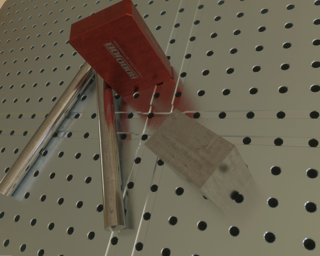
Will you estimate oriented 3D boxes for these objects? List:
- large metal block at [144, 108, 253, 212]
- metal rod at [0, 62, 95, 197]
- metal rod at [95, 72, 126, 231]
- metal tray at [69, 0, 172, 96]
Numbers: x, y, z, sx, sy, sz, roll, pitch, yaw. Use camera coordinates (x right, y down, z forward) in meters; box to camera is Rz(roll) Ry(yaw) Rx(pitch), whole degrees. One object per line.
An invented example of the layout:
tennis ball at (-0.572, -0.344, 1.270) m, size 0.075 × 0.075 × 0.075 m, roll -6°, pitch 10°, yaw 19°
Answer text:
large metal block at (0.042, 0.035, 0.329) m, size 0.050 × 0.080 × 0.080 m, roll -50°, pitch 52°, yaw -6°
metal rod at (-0.166, -0.026, 0.511) m, size 0.025 × 0.025 × 0.300 m, roll 20°, pitch 72°, yaw 35°
metal rod at (-0.076, -0.007, 0.442) m, size 0.025 × 0.025 × 0.299 m, roll -21°, pitch 57°, yaw 16°
metal tray at (-0.049, -0.103, 0.430) m, size 0.090 × 0.130 × 0.030 m, roll -18°, pitch 55°, yaw 18°
